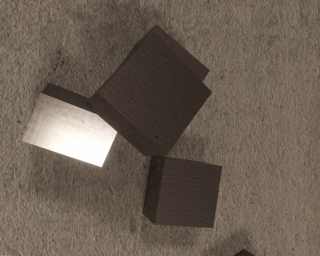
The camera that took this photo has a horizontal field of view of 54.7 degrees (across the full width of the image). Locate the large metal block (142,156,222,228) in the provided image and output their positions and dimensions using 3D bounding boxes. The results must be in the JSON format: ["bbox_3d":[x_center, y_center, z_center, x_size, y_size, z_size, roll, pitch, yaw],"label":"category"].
[{"bbox_3d":[0.029,0.082,0.408,0.081,0.050,0.080,10,87,-20],"label":"large metal block"}]

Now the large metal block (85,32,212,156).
[{"bbox_3d":[-0.010,-0.029,0.302,0.080,0.050,0.080,43,68,-15],"label":"large metal block"}]

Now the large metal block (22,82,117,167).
[{"bbox_3d":[-0.095,-0.007,0.340,0.080,0.080,0.050,22,99,-19],"label":"large metal block"}]

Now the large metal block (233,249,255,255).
[{"bbox_3d":[0.117,0.236,0.441,0.081,0.050,0.080,-25,99,-19],"label":"large metal block"}]

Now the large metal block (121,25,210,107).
[{"bbox_3d":[0.000,-0.070,0.381,0.080,0.080,0.050,37,78,-17],"label":"large metal block"}]
